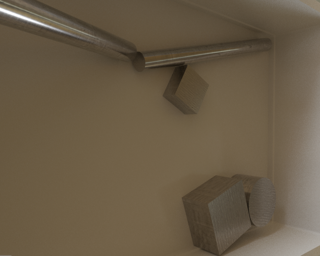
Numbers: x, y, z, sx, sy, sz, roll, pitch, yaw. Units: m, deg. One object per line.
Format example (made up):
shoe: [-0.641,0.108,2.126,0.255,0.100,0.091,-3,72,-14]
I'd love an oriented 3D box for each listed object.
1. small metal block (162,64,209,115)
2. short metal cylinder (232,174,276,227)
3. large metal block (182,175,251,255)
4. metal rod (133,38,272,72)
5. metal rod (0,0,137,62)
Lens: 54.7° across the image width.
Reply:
small metal block: [0.038,-0.054,0.440,0.050,0.025,0.050,37,67,-34]
short metal cylinder: [0.151,0.120,0.520,0.081,0.050,0.079,0,90,-40]
large metal block: [0.087,0.127,0.466,0.081,0.050,0.079,-23,105,-38]
metal rod: [0.085,-0.118,0.478,0.302,0.025,0.025,-18,102,-39]
metal rod: [-0.095,-0.084,0.238,0.301,0.025,0.025,-9,97,-68]
